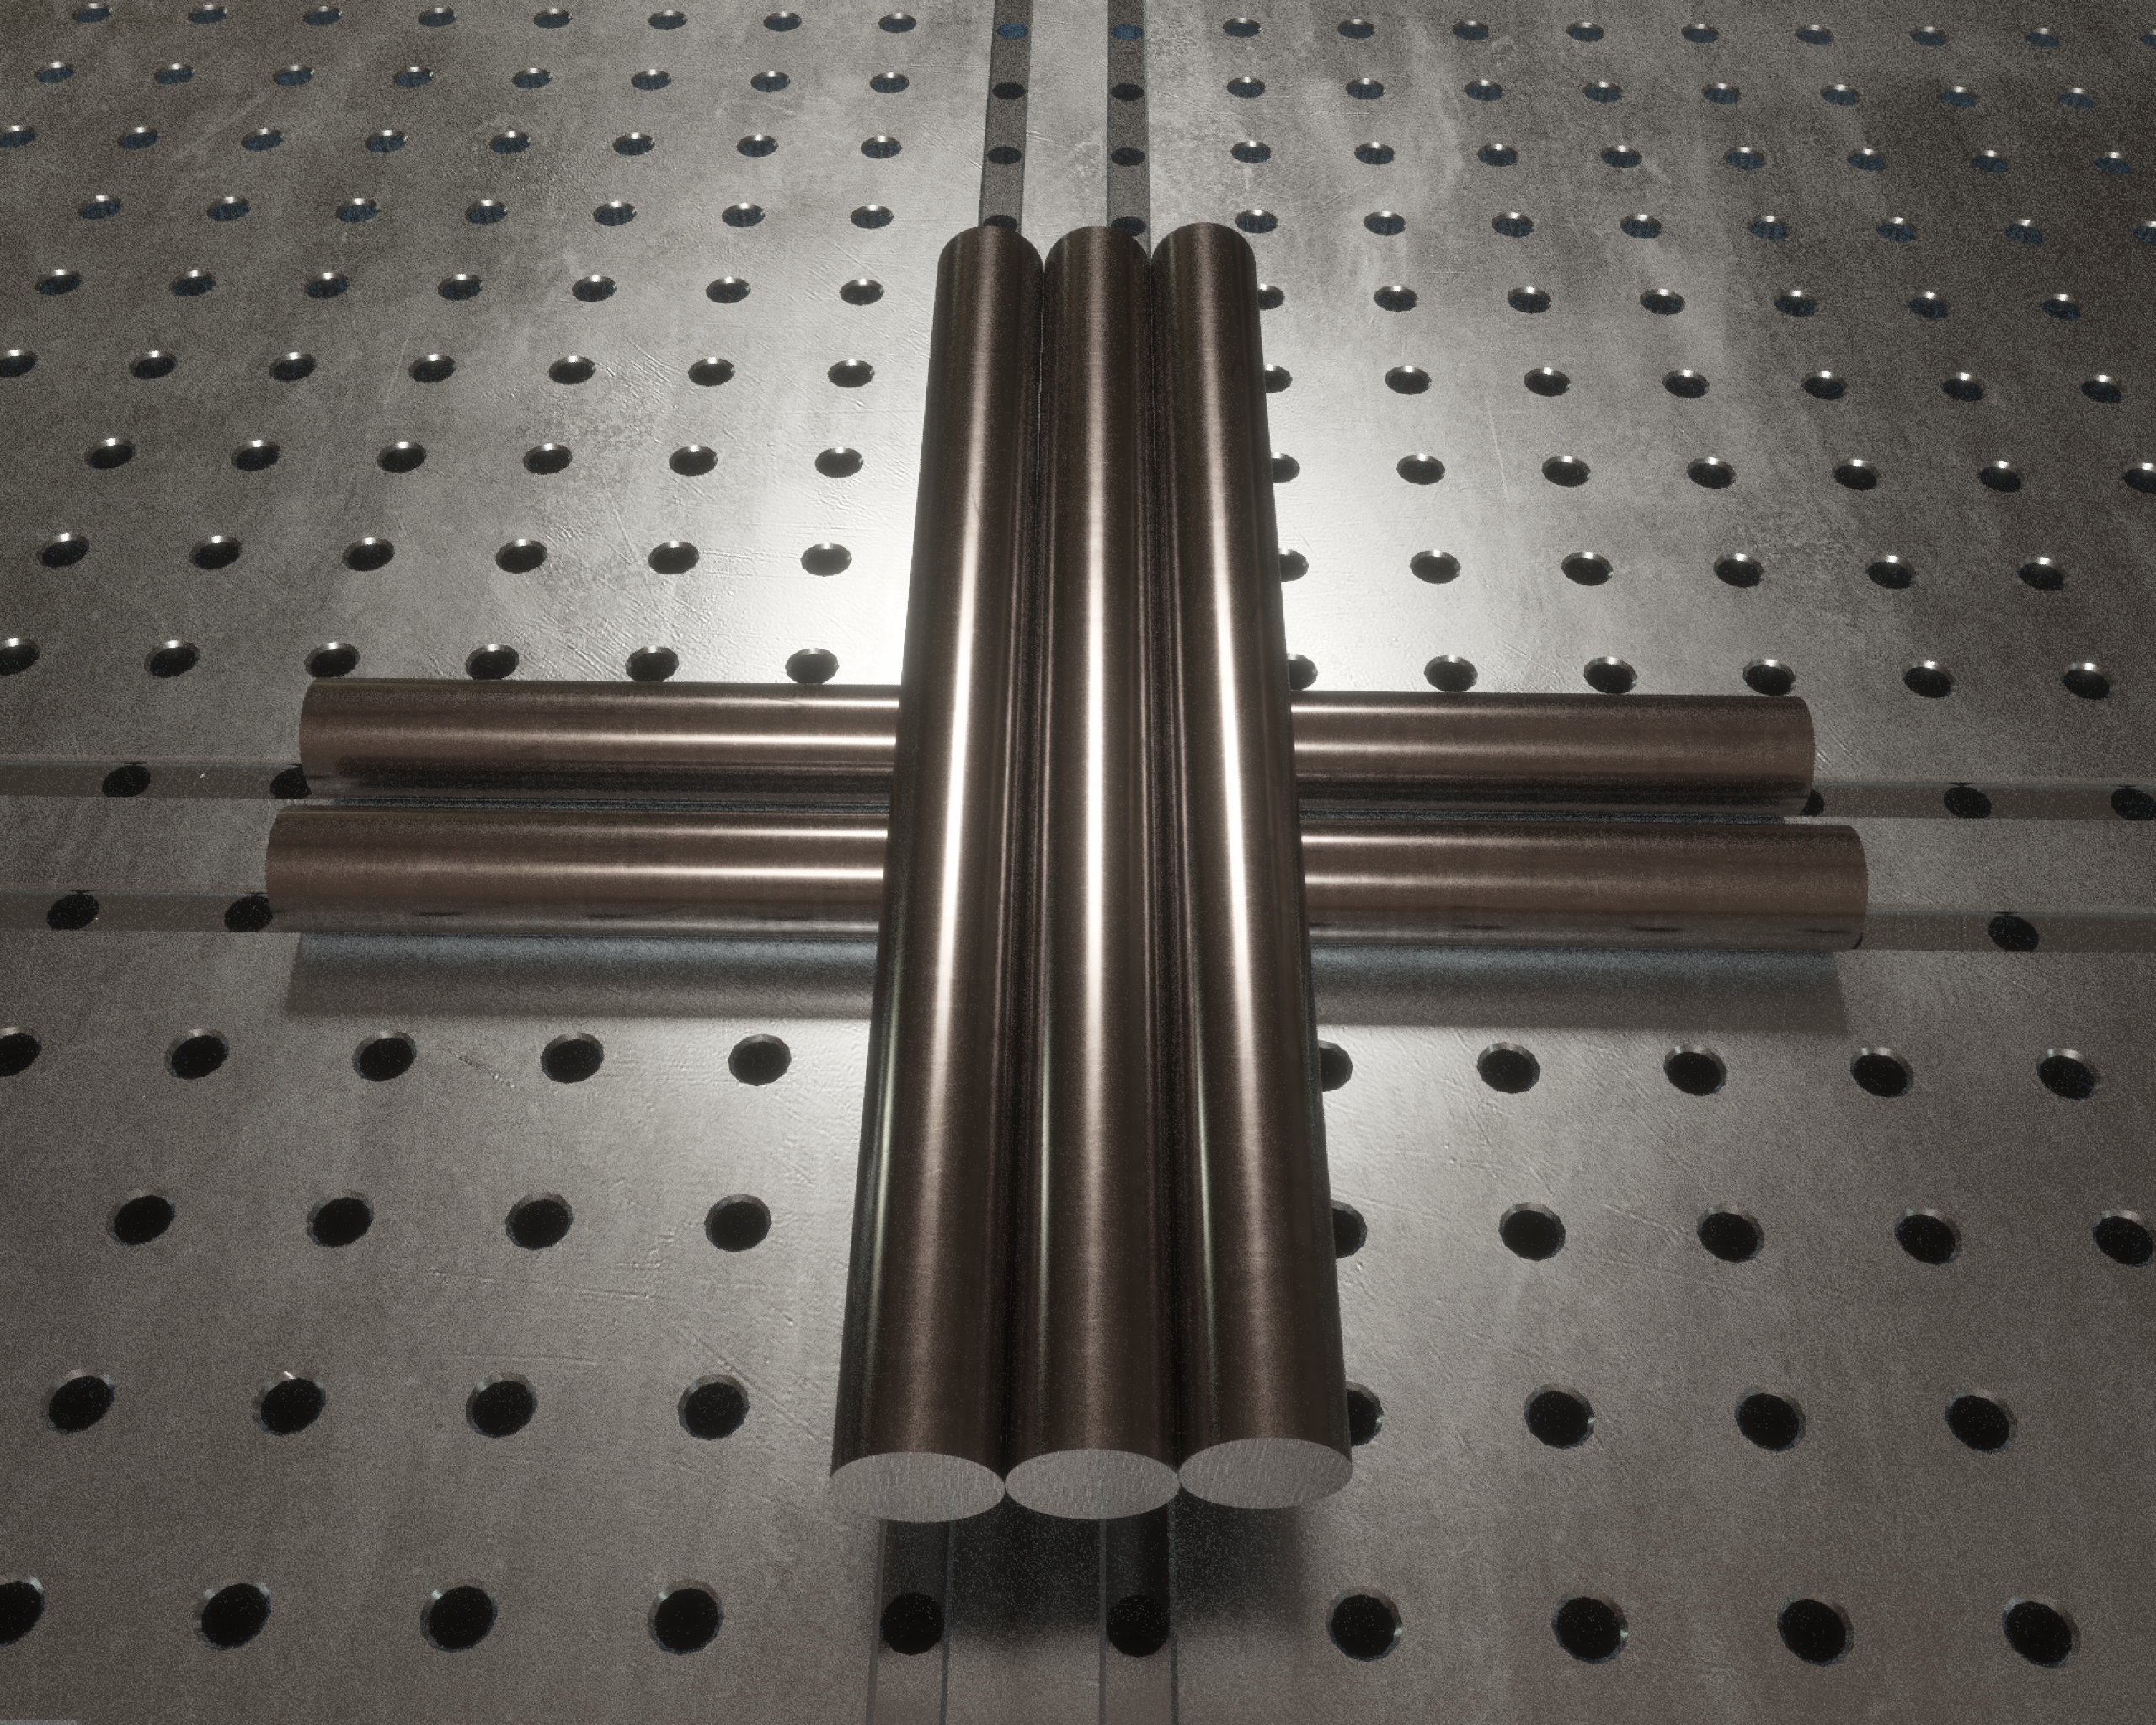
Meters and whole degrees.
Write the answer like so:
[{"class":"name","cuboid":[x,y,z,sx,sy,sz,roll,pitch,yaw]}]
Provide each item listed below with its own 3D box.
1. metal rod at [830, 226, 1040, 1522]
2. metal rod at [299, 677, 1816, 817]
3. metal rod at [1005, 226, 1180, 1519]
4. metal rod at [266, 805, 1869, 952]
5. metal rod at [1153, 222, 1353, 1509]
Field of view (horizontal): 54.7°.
[{"class":"metal rod","cuboid":[-0.022,-0.025,0.396,0.025,0.025,0.300,1,50,0]},{"class":"metal rod","cuboid":[-0.004,-0.024,0.428,0.302,0.025,0.025,1,50,0]},{"class":"metal rod","cuboid":[0.003,-0.025,0.397,0.025,0.025,0.300,1,50,0]},{"class":"metal rod","cuboid":[-0.002,0.003,0.405,0.302,0.025,0.025,1,50,0]},{"class":"metal rod","cuboid":[0.028,-0.026,0.398,0.025,0.025,0.300,1,50,0]}]
